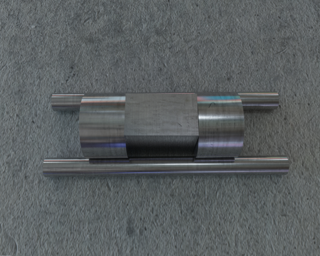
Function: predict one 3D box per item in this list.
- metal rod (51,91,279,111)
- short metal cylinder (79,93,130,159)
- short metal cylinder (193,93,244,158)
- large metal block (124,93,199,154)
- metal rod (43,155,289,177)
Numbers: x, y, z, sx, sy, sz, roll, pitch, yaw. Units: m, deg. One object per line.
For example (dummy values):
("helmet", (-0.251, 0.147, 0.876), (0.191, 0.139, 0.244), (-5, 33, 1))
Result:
("metal rod", (0.007, -0.036, 0.423), (0.302, 0.025, 0.025), (0, 70, -1))
("short metal cylinder", (-0.064, -0.003, 0.380), (0.050, 0.080, 0.080), (-1, 70, 0))
("short metal cylinder", (0.068, -0.003, 0.381), (0.050, 0.080, 0.080), (-1, 70, 0))
("large metal block", (0.002, -0.002, 0.378), (0.081, 0.080, 0.050), (0, 70, 0))
("metal rod", (0.008, 0.048, 0.392), (0.302, 0.025, 0.025), (0, 70, -1))
